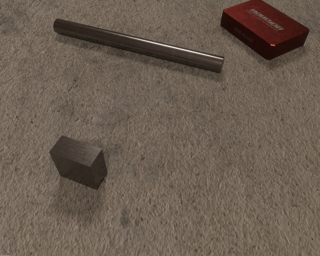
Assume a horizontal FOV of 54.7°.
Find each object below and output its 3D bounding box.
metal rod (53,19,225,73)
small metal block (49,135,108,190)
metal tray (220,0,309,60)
[{"bbox_3d":[-0.043,-0.141,0.521,0.301,0.025,0.025,17,52,13],"label":"metal rod"},{"bbox_3d":[-0.091,0.040,0.352,0.050,0.050,0.025,17,52,14],"label":"small metal block"},{"bbox_3d":[0.184,-0.181,0.554,0.091,0.030,0.130,-25,55,-20],"label":"metal tray"}]
